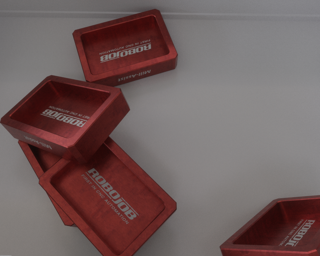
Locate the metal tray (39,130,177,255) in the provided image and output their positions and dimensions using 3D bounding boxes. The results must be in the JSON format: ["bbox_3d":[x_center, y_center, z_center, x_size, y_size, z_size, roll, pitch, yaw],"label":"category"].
[{"bbox_3d":[-0.057,0.075,0.346,0.130,0.030,0.090,43,75,14],"label":"metal tray"}]

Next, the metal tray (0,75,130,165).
[{"bbox_3d":[-0.112,-0.016,0.365,0.130,0.030,0.090,15,54,32],"label":"metal tray"}]

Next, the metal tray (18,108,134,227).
[{"bbox_3d":[-0.105,0.045,0.389,0.090,0.030,0.130,-33,73,-11],"label":"metal tray"}]

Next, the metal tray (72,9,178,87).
[{"bbox_3d":[-0.050,-0.113,0.447,0.131,0.030,0.090,-17,71,-7],"label":"metal tray"}]

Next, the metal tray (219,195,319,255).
[{"bbox_3d":[0.132,0.103,0.304,0.131,0.090,0.030,-16,88,-45],"label":"metal tray"}]
